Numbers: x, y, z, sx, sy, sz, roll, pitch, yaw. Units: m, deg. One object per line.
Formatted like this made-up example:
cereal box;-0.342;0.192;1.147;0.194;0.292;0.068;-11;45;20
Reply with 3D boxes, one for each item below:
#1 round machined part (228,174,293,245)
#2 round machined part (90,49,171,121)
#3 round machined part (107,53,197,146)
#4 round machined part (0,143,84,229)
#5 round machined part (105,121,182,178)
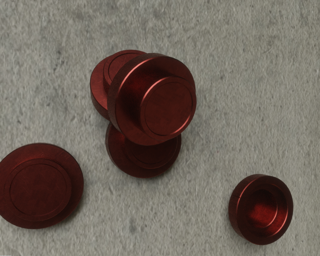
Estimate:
round machined part;0.142;0.116;0.454;0.099;0.042;0.097;0;90;-21
round machined part;-0.032;-0.053;0.366;0.099;0.042;0.098;5;61;-8
round machined part;-0.001;-0.026;0.323;0.099;0.042;0.097;-15;119;-28
round machined part;-0.136;0.066;0.350;0.099;0.042;0.097;0;90;-21
round machined part;-0.017;0.016;0.395;0.099;0.042;0.097;0;90;-21
